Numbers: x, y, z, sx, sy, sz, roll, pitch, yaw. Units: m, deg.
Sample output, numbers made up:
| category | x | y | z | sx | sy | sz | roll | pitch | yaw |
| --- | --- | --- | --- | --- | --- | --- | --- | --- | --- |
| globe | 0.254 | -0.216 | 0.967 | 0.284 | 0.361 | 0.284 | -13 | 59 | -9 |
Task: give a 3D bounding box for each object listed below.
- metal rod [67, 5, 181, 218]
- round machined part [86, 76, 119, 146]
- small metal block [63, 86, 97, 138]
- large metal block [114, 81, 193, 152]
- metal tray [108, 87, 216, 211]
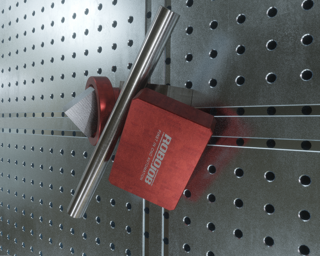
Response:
| category | x | y | z | sx | sy | sz | roll | pitch | yaw |
| --- | --- | --- | --- | --- | --- | --- | --- | --- | --- |
| metal rod | -0.054 | -0.004 | 0.387 | 0.025 | 0.025 | 0.298 | 42 | 115 | 32 |
| round machined part | -0.077 | -0.024 | 0.442 | 0.098 | 0.042 | 0.097 | 177 | 90 | -65 |
| small metal block | -0.099 | -0.023 | 0.436 | 0.050 | 0.050 | 0.025 | -39 | 30 | -5 |
| large metal block | -0.010 | -0.016 | 0.399 | 0.080 | 0.050 | 0.079 | 12 | 97 | 39 |
| metal tray | -0.001 | 0.028 | 0.362 | 0.090 | 0.030 | 0.129 | 24 | 123 | 5 |
